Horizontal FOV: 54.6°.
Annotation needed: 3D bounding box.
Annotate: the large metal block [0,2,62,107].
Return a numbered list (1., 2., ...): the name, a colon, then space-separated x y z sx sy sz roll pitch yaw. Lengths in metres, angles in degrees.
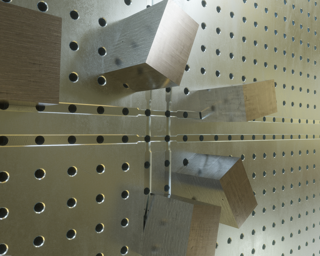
1. large metal block: -0.138 -0.063 0.277 0.081 0.050 0.080 3 89 -40

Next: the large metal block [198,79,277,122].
1. large metal block: 0.118 -0.041 0.471 0.081 0.080 0.050 -15 100 -39

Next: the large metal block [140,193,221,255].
1. large metal block: 0.025 0.131 0.394 0.050 0.080 0.080 16 80 -39

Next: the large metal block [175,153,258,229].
1. large metal block: 0.080 0.086 0.439 0.050 0.080 0.080 -37 113 -34

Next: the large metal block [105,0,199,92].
1. large metal block: -0.010 -0.092 0.364 0.050 0.080 0.080 29 72 -36
